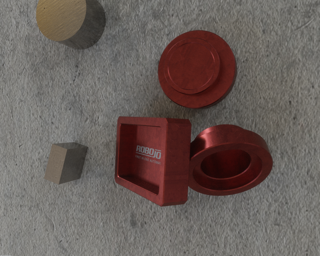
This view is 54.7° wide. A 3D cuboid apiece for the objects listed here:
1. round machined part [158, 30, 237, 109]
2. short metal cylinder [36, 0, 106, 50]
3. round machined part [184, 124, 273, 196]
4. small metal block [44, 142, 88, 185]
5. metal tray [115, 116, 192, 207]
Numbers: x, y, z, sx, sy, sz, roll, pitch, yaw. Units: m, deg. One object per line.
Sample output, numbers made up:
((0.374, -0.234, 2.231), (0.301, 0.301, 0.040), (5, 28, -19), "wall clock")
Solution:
((0.043, -0.073, 0.384), (0.098, 0.042, 0.097), (0, 90, 19), "round machined part")
((-0.125, -0.157, 0.438), (0.080, 0.050, 0.079), (0, 90, 19), "short metal cylinder")
((0.073, 0.033, 0.355), (0.098, 0.098, 0.042), (-22, 42, 18), "round machined part")
((-0.133, 0.049, 0.441), (0.025, 0.050, 0.050), (17, 96, 19), "small metal block")
((-0.014, 0.032, 0.369), (0.130, 0.030, 0.089), (5, 92, 60), "metal tray")
